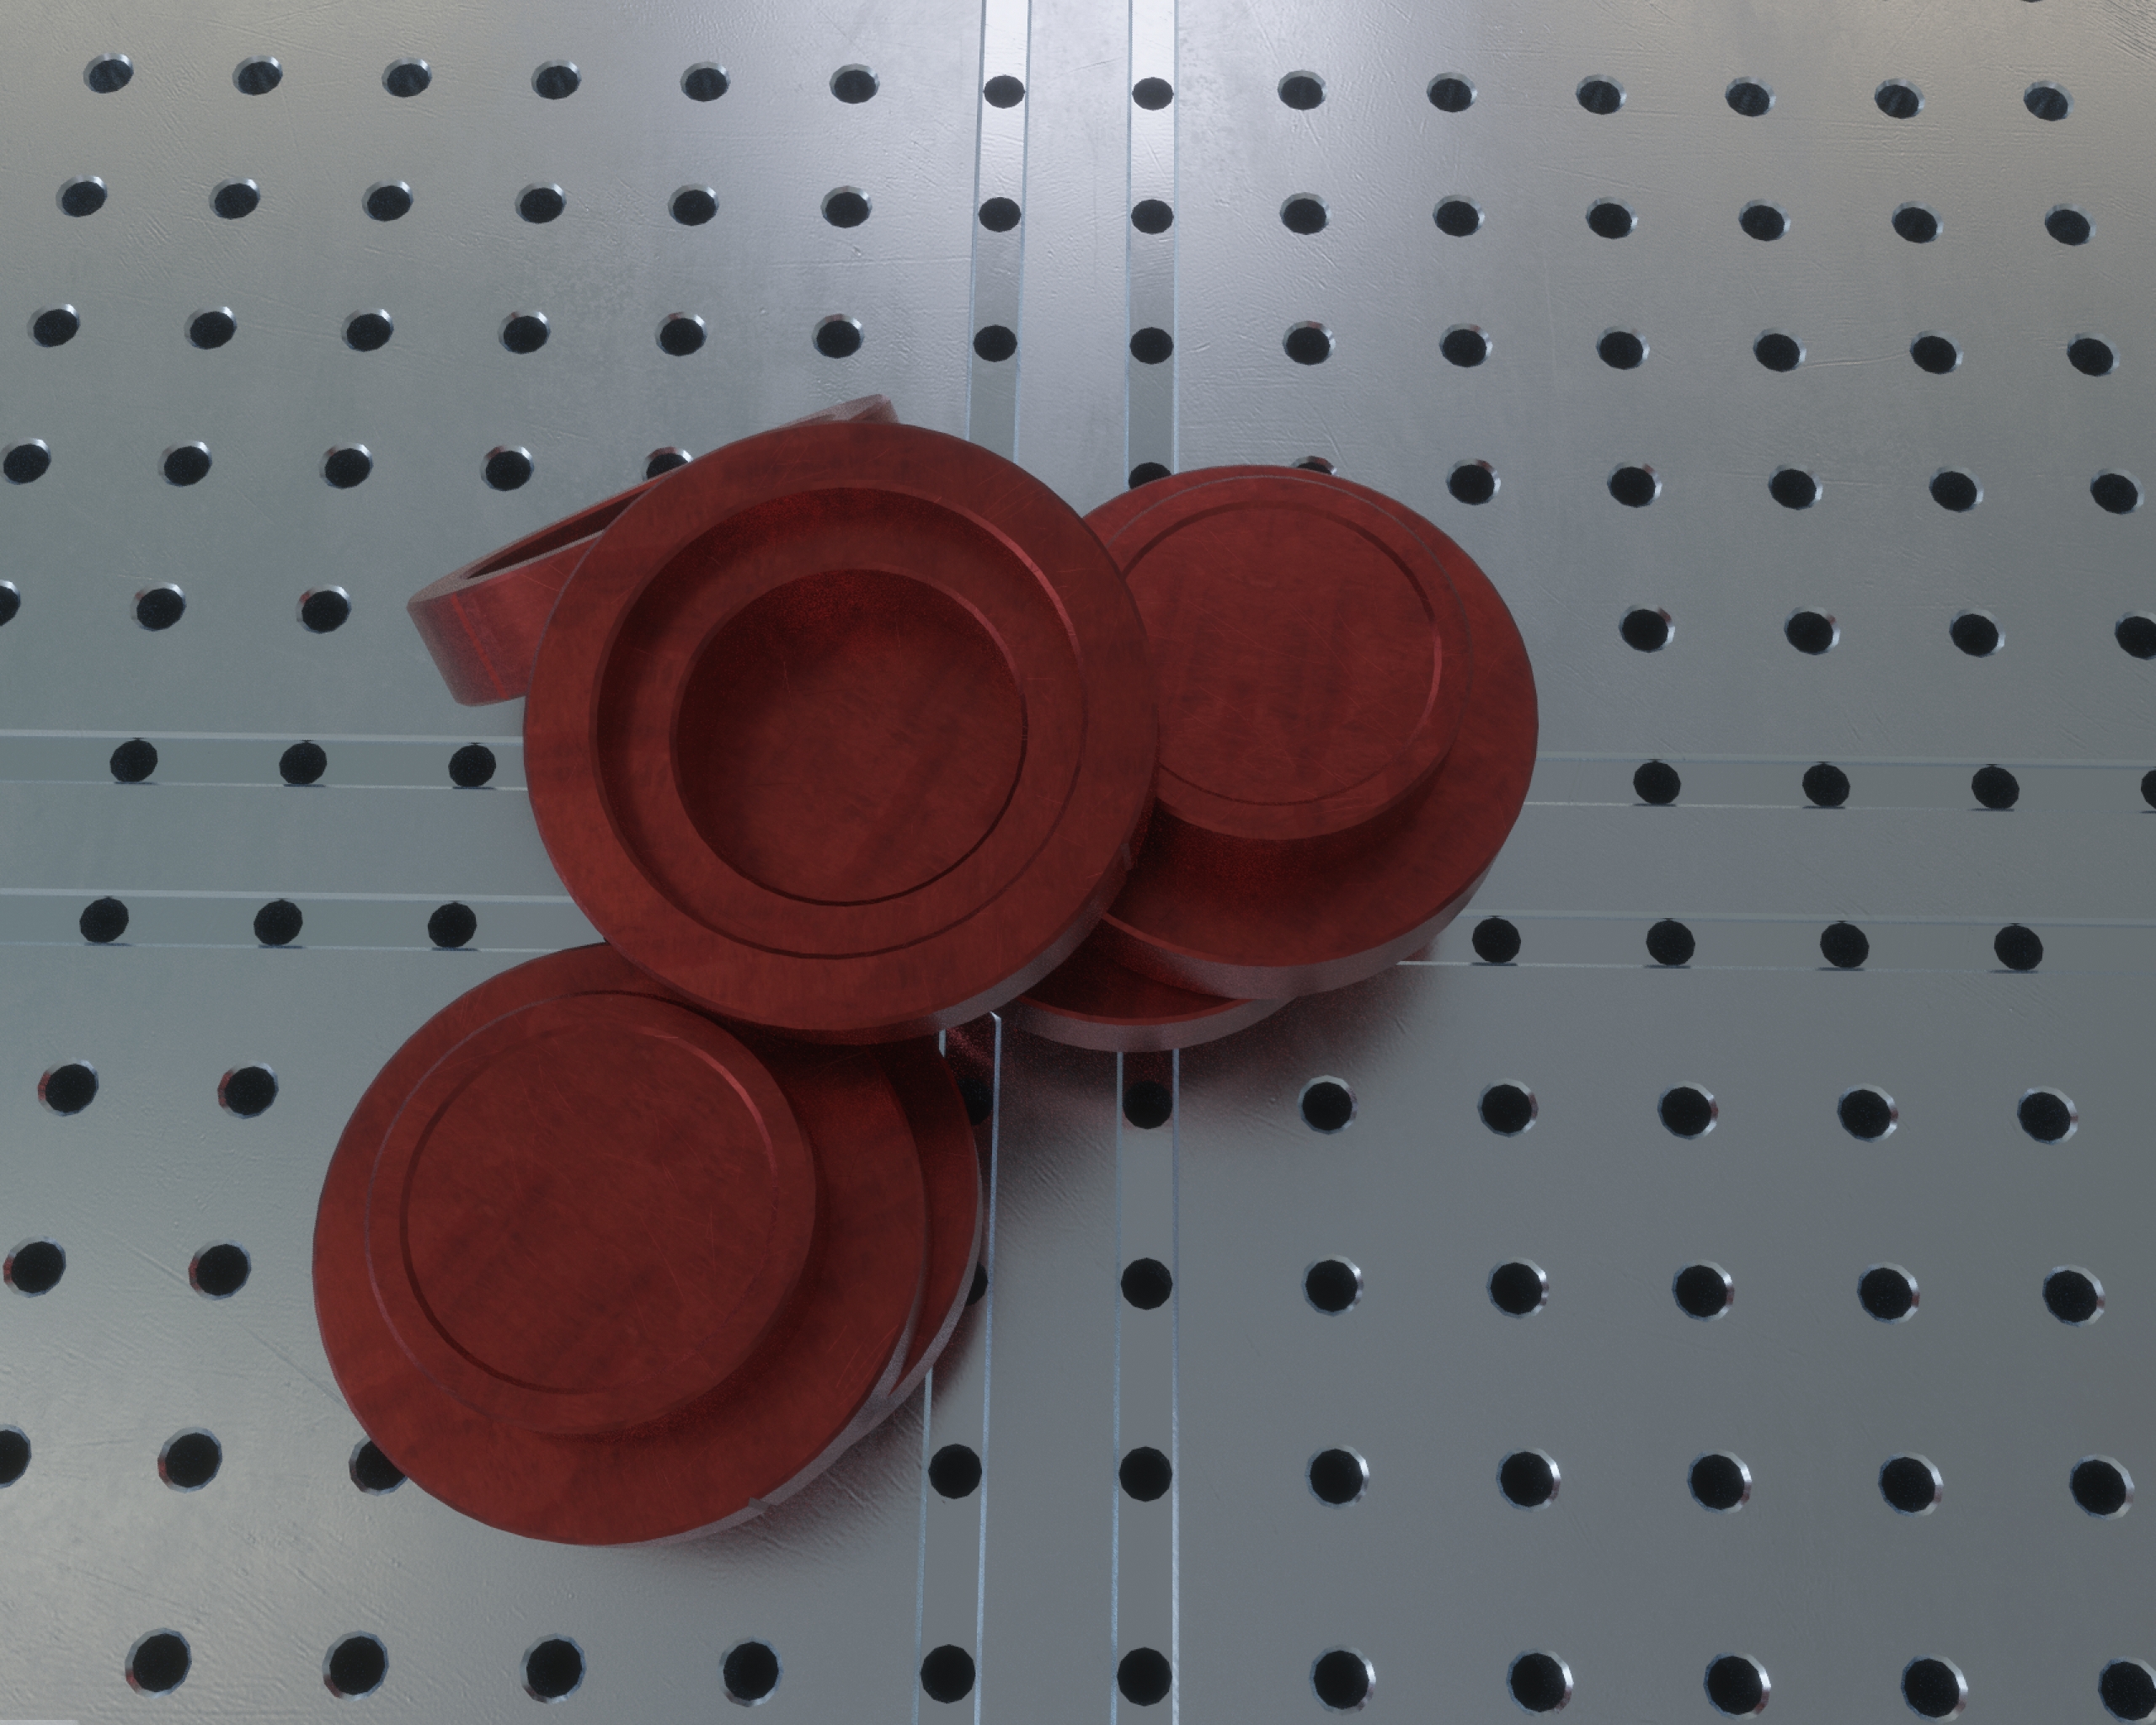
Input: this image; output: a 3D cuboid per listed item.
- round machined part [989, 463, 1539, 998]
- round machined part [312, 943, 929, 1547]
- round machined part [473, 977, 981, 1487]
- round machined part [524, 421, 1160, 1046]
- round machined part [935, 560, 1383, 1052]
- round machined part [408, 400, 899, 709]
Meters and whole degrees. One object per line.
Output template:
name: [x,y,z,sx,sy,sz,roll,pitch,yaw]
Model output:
round machined part: [0.032,-0.029,0.368,0.099,0.042,0.098,0,69,0]
round machined part: [-0.074,0.059,0.336,0.099,0.042,0.098,0,70,0]
round machined part: [-0.066,0.057,0.359,0.099,0.042,0.098,0,70,0]
round machined part: [-0.036,-0.019,0.341,0.098,0.042,0.098,-1,78,3]
round machined part: [0.010,-0.017,0.387,0.099,0.042,0.098,0,70,0]
round machined part: [-0.073,-0.051,0.401,0.098,0.098,0.042,-26,107,-9]
